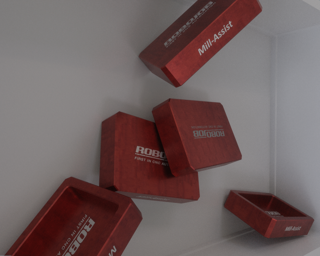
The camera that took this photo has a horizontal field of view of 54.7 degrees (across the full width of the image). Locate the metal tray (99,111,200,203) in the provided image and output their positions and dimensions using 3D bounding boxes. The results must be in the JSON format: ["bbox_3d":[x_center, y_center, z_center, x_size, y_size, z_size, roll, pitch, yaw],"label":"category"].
[{"bbox_3d":[-0.009,0.040,0.378,0.131,0.030,0.090,17,61,-39],"label":"metal tray"}]

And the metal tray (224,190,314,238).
[{"bbox_3d":[0.181,0.140,0.512,0.131,0.090,0.030,13,101,-39],"label":"metal tray"}]

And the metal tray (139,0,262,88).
[{"bbox_3d":[0.043,-0.111,0.367,0.130,0.090,0.030,-43,120,-1],"label":"metal tray"}]

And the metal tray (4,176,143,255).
[{"bbox_3d":[-0.087,0.113,0.280,0.130,0.090,0.030,-56,141,-31],"label":"metal tray"}]

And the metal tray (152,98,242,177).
[{"bbox_3d":[0.054,0.010,0.413,0.131,0.030,0.090,-2,69,-50],"label":"metal tray"}]
